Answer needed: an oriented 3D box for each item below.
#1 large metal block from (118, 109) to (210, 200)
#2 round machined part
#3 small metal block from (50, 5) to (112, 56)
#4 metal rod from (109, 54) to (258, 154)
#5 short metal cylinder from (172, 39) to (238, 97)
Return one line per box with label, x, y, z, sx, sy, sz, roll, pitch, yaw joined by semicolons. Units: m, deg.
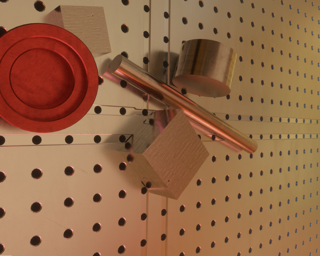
large metal block;0.008;0.032;0.401;0.080;0.050;0.080;-49;120;-29
round machined part;-0.113;-0.047;0.295;0.099;0.042;0.097;-7;105;-29
small metal block;-0.085;-0.104;0.339;0.050;0.025;0.050;-16;100;-39
metal rod;0.055;-0.021;0.457;0.301;0.025;0.025;27;73;-37
short metal cylinder;0.062;-0.080;0.427;0.080;0.080;0.050;22;76;-38
